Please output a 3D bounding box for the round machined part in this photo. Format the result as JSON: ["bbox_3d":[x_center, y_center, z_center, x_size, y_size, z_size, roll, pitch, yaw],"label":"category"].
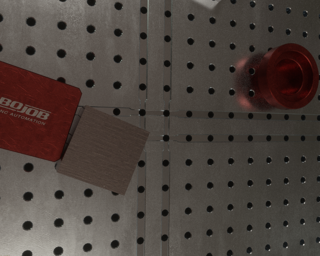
[{"bbox_3d":[0.190,-0.077,0.476,0.099,0.042,0.097,0,90,-21],"label":"round machined part"}]

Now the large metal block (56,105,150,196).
[{"bbox_3d":[-0.070,0.026,0.374,0.080,0.050,0.080,24,82,-19],"label":"large metal block"}]

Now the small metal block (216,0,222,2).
[{"bbox_3d":[0.077,-0.218,0.442,0.050,0.025,0.050,20,83,-19],"label":"small metal block"}]

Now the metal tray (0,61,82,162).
[{"bbox_3d":[-0.166,-0.022,0.349,0.131,0.030,0.090,19,84,-20],"label":"metal tray"}]
